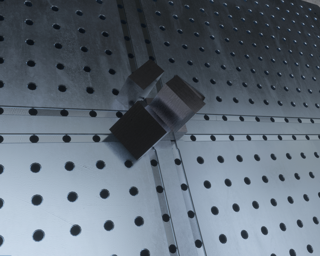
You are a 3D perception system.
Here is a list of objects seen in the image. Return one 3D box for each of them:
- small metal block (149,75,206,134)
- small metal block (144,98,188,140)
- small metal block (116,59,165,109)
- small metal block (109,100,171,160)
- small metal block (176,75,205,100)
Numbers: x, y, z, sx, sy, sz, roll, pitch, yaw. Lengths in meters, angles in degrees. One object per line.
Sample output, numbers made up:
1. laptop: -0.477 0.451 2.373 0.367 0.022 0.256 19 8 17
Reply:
1. small metal block: 0.020 -0.029 0.388 0.050 0.050 0.025 46 50 3
2. small metal block: 0.004 -0.011 0.416 0.050 0.025 0.050 1 61 -29
3. small metal block: -0.027 -0.057 0.412 0.025 0.050 0.050 42 51 0
4. small metal block: -0.023 0.002 0.374 0.050 0.050 0.025 47 14 5
5. small metal block: 0.035 -0.051 0.440 0.050 0.025 0.050 37 11 -4
